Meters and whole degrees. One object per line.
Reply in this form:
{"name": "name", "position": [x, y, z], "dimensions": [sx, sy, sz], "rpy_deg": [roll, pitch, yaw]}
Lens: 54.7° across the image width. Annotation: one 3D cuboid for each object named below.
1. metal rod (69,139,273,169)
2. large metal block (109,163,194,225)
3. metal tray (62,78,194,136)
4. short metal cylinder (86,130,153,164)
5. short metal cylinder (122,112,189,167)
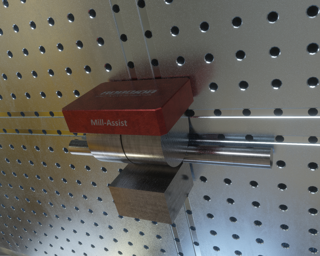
{"name": "metal rod", "position": [-0.004, 0.033, 0.428], "dimensions": [0.300, 0.025, 0.025], "rpy_deg": [1, 119, 27]}
{"name": "large metal block", "position": [-0.009, 0.079, 0.423], "dimensions": [0.080, 0.080, 0.050], "rpy_deg": [1, 119, 28]}
{"name": "metal tray", "position": [-0.037, -0.027, 0.367], "dimensions": [0.130, 0.090, 0.030], "rpy_deg": [1, 119, 27]}
{"name": "short metal cylinder", "position": [-0.049, 0.005, 0.401], "dimensions": [0.050, 0.080, 0.080], "rpy_deg": [1, 119, 28]}
{"name": "short metal cylinder", "position": [-0.003, 0.006, 0.377], "dimensions": [0.050, 0.080, 0.079], "rpy_deg": [2, 119, 27]}
